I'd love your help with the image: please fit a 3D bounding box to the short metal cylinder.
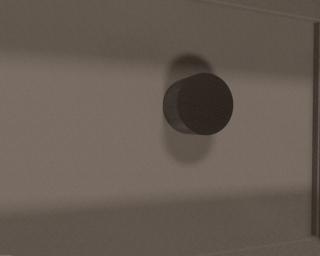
[{"bbox_3d":[0.050,-0.031,0.417,0.081,0.050,0.079,0,90,-20],"label":"short metal cylinder"}]
